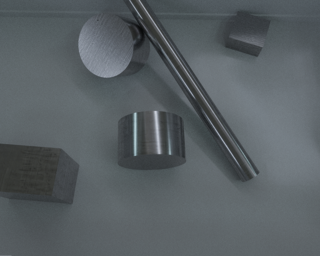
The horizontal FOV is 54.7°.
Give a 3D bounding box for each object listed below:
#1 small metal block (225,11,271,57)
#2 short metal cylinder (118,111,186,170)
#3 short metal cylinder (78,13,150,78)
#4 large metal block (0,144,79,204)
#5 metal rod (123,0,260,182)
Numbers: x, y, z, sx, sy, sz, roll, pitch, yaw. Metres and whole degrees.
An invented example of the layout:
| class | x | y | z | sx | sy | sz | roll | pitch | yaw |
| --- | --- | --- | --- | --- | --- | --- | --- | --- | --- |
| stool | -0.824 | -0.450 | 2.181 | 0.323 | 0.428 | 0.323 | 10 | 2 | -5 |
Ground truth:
| class | x | y | z | sx | sy | sz | roll | pitch | yaw |
| --- | --- | --- | --- | --- | --- | --- | --- | --- | --- |
| small metal block | 0.131 | -0.140 | 0.463 | 0.050 | 0.025 | 0.050 | 19 | 71 | 6 |
| short metal cylinder | -0.010 | 0.018 | 0.374 | 0.081 | 0.080 | 0.050 | -2 | 70 | -1 |
| short metal cylinder | -0.060 | -0.109 | 0.415 | 0.080 | 0.050 | 0.079 | 5 | 103 | 21 |
| large metal block | -0.147 | 0.055 | 0.358 | 0.081 | 0.080 | 0.050 | 4 | 70 | 1 |
| metal rod | 0.034 | -0.064 | 0.402 | 0.025 | 0.025 | 0.299 | -32 | 85 | -11 |
